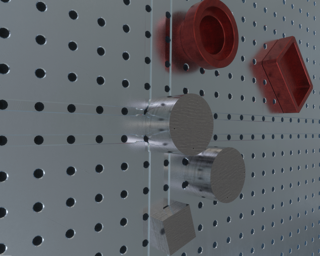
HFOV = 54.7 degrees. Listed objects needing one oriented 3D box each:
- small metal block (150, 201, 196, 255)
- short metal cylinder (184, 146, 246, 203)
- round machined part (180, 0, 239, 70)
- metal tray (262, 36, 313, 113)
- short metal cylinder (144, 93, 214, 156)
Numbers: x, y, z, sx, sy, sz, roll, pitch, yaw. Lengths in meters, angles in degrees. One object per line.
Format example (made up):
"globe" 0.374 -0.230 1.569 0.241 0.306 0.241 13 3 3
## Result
"small metal block" 0.019 0.136 0.425 0.050 0.025 0.050 -20 103 -38
"short metal cylinder" 0.083 0.067 0.462 0.081 0.050 0.080 0 90 -40
"round machined part" 0.069 -0.134 0.455 0.099 0.042 0.097 0 90 -40
"metal tray" 0.259 -0.105 0.622 0.090 0.030 0.130 -49 119 -29
"short metal cylinder" 0.026 -0.005 0.414 0.081 0.050 0.080 0 90 -40
